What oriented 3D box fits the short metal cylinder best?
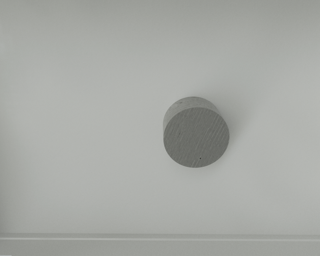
[{"bbox_3d":[0.044,0.004,0.400,0.081,0.050,0.079,0,110,-1],"label":"short metal cylinder"}]
